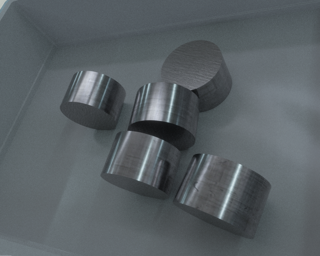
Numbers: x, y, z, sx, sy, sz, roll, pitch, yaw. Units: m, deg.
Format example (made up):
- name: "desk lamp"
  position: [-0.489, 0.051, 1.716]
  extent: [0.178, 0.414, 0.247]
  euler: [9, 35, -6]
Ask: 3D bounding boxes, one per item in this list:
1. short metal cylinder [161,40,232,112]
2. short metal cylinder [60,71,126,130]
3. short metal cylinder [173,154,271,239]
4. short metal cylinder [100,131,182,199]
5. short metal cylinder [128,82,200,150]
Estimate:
- name: "short metal cylinder"
  position: [0.048, -0.067, 0.406]
  extent: [0.080, 0.050, 0.080]
  euler: [-13, 56, 21]
- name: "short metal cylinder"
  position: [-0.094, -0.037, 0.443]
  extent: [0.080, 0.080, 0.050]
  euler: [0, 62, 28]
- name: "short metal cylinder"
  position: [0.059, 0.066, 0.299]
  extent: [0.080, 0.080, 0.050]
  euler: [14, 69, 34]
- name: "short metal cylinder"
  position: [-0.021, 0.044, 0.354]
  extent: [0.080, 0.080, 0.050]
  euler: [5, 64, 30]
- name: "short metal cylinder"
  position: [0.006, -0.012, 0.375]
  extent: [0.080, 0.080, 0.050]
  euler: [-3, 60, 26]
